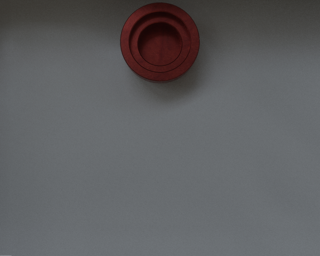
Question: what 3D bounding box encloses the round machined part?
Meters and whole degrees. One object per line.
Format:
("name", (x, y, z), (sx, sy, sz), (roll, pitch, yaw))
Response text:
("round machined part", (0.000, -0.107, 0.403), (0.099, 0.042, 0.097), (0, 90, 0))
